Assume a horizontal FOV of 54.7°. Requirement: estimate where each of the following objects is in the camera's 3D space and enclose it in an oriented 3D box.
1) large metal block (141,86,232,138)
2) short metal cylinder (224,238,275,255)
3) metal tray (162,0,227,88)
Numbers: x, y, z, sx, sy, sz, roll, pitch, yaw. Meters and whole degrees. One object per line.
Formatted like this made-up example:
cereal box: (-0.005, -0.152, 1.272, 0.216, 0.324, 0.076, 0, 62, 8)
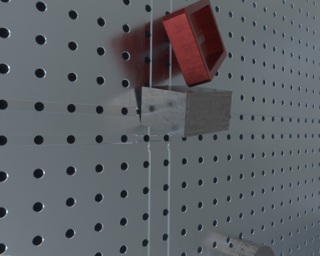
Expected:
large metal block: (0.033, -0.025, 0.396, 0.081, 0.080, 0.050, -8, 106, -40)
short metal cylinder: (0.149, 0.231, 0.519, 0.081, 0.050, 0.079, 0, 90, -40)
metal tray: (0.052, -0.119, 0.415, 0.090, 0.030, 0.131, 66, 29, -19)
